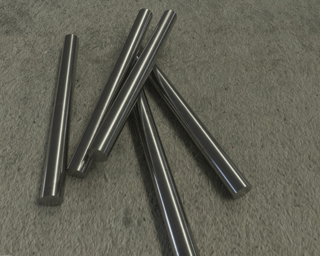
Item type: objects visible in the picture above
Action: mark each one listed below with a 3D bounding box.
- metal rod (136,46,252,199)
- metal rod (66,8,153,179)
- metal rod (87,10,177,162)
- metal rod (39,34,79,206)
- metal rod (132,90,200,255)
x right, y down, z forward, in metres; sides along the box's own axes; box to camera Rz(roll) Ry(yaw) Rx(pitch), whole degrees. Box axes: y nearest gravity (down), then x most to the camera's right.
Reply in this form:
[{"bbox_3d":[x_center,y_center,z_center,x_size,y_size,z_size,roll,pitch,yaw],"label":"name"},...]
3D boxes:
[{"bbox_3d":[0.025,-0.031,0.429,0.025,0.025,0.300,-21,53,-17],"label":"metal rod"},{"bbox_3d":[-0.060,-0.068,0.439,0.025,0.025,0.300,11,57,9],"label":"metal rod"},{"bbox_3d":[-0.026,-0.080,0.436,0.025,0.025,0.300,13,51,11],"label":"metal rod"},{"bbox_3d":[-0.134,-0.035,0.431,0.025,0.025,0.300,-5,50,-4],"label":"metal rod"},{"bbox_3d":[0.004,0.059,0.353,0.025,0.025,0.300,-11,51,-10],"label":"metal rod"}]
